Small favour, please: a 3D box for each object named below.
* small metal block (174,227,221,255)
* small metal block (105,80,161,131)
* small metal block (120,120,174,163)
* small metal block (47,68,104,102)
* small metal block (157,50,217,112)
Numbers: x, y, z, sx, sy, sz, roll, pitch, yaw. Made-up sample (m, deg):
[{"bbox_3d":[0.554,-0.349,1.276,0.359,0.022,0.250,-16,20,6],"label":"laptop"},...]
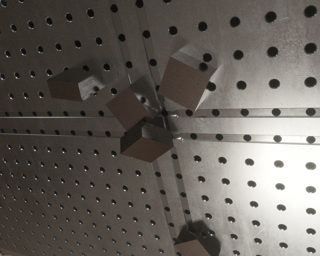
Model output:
[{"bbox_3d":[0.060,0.192,0.498,0.050,0.025,0.050,-31,101,37],"label":"small metal block"},{"bbox_3d":[-0.036,-0.028,0.411,0.050,0.025,0.050,-30,102,37],"label":"small metal block"},{"bbox_3d":[-0.018,0.020,0.415,0.050,0.025,0.050,20,138,-33],"label":"small metal block"},{"bbox_3d":[-0.112,-0.059,0.415,0.050,0.050,0.025,9,122,23],"label":"small metal block"},{"bbox_3d":[0.031,-0.054,0.360,0.050,0.025,0.050,29,128,9],"label":"small metal block"}]
